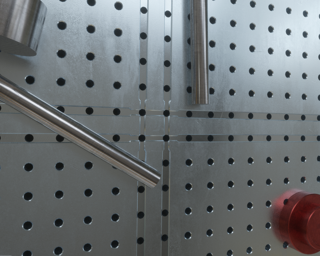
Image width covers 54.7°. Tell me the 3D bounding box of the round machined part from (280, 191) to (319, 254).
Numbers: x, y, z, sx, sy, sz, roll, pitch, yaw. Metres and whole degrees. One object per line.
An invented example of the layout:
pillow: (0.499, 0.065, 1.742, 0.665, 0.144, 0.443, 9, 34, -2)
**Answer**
round machined part: (0.246, 0.154, 0.497, 0.099, 0.042, 0.097, 0, 90, -21)

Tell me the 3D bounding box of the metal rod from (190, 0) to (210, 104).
metal rod: (0.054, -0.182, 0.433, 0.025, 0.025, 0.298, -1, 91, -20)

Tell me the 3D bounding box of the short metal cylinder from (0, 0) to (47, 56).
short metal cylinder: (-0.165, -0.113, 0.322, 0.081, 0.080, 0.050, 13, 86, -20)

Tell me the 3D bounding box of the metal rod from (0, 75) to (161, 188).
metal rod: (-0.126, -0.010, 0.366, 0.301, 0.025, 0.025, 34, 79, -17)
